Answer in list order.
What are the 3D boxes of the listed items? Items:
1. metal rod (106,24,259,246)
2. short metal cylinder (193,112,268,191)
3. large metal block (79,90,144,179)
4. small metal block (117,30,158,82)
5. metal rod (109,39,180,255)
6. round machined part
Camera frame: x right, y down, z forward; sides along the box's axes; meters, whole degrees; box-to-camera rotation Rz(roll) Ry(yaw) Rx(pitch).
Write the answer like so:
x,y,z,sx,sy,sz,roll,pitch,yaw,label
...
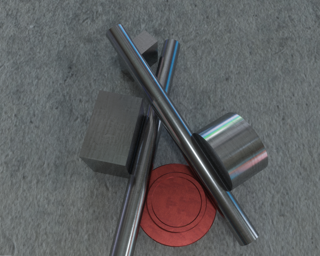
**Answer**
x,y,z,sx,sy,sz,roll,pitch,yaw,label
0.022,0.002,0.372,0.025,0.025,0.299,-31,82,-11,metal rod
0.082,0.028,0.371,0.050,0.080,0.080,-31,73,-11,short metal cylinder
-0.053,0.011,0.375,0.050,0.080,0.080,11,70,4,large metal block
-0.030,-0.099,0.432,0.050,0.050,0.025,-43,76,-14,small metal block
-0.012,0.009,0.390,0.025,0.025,0.300,11,64,4,metal rod
0.019,0.090,0.368,0.099,0.042,0.098,0,70,-1,round machined part
